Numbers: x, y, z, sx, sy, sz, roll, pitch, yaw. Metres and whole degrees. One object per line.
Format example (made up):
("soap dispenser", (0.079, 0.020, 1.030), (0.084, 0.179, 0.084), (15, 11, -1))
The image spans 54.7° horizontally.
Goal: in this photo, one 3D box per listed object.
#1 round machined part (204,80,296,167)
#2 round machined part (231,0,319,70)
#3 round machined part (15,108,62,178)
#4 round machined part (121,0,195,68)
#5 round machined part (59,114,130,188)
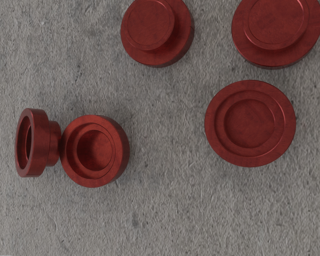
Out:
("round machined part", (0.105, -0.005, 0.363), (0.098, 0.042, 0.097), (0, 90, 20))
("round machined part", (0.131, -0.119, 0.353), (0.098, 0.042, 0.097), (0, 90, 20))
("round machined part", (-0.174, 0.022, 0.446), (0.098, 0.042, 0.097), (-9, 79, 51))
("round machined part", (-0.008, -0.130, 0.403), (0.098, 0.042, 0.097), (0, 90, 20))
("round machined part", (-0.086, 0.031, 0.430), (0.098, 0.042, 0.097), (0, 90, 20))
